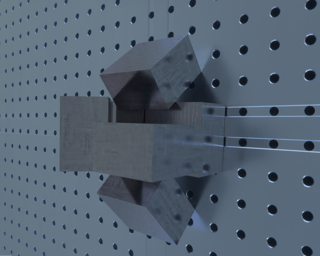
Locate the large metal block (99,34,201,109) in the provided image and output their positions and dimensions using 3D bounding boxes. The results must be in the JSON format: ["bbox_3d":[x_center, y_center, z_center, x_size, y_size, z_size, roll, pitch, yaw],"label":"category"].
[{"bbox_3d":[-0.010,-0.066,0.373,0.080,0.080,0.050,3,130,40],"label":"large metal block"}]

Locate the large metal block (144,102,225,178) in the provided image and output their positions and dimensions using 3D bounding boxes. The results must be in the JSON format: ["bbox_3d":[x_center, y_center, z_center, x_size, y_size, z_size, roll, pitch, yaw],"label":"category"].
[{"bbox_3d":[0.028,0.010,0.370,0.080,0.050,0.080,4,93,40],"label":"large metal block"}]

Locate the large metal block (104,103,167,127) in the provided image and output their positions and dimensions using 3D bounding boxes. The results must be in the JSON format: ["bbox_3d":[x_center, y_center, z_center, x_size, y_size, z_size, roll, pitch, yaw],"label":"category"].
[{"bbox_3d":[-0.036,0.006,0.425,0.080,0.050,0.080,9,96,39],"label":"large metal block"}]

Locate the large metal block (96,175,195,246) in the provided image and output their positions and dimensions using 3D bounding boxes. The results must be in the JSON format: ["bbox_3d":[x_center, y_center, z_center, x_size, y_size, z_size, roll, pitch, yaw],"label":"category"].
[{"bbox_3d":[-0.016,0.091,0.380,0.080,0.050,0.080,3,137,40],"label":"large metal block"}]

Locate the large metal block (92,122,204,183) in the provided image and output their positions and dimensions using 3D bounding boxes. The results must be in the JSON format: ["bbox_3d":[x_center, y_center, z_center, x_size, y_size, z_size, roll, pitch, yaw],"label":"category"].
[{"bbox_3d":[-0.011,0.020,0.318,0.080,0.081,0.050,2,91,40],"label":"large metal block"}]

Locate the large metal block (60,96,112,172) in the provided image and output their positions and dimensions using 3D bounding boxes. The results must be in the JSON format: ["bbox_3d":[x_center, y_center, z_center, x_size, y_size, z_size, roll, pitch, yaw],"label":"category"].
[{"bbox_3d":[-0.084,0.005,0.368,0.050,0.080,0.080,1,91,-5],"label":"large metal block"}]
